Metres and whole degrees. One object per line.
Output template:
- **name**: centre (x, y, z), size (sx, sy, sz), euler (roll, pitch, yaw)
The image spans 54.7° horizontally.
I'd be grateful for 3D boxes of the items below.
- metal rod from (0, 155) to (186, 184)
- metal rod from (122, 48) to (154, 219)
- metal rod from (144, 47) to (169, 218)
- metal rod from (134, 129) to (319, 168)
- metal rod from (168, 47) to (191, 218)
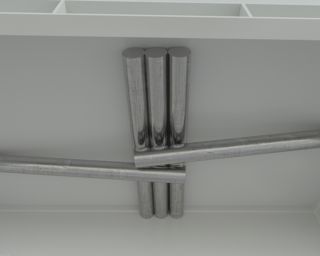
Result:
- **metal rod**: centre (-0.116, 0.056, 0.432), size (0.302, 0.025, 0.025), euler (3, 130, 5)
- **metal rod**: centre (-0.026, 0.031, 0.434), size (0.025, 0.025, 0.298), euler (-1, 130, 0)
- **metal rod**: centre (-0.001, 0.031, 0.434), size (0.025, 0.025, 0.298), euler (-1, 130, 0)
- **metal rod**: centre (0.117, 0.024, 0.407), size (0.302, 0.025, 0.025), euler (-6, 130, -4)
- **metal rod**: centre (0.025, 0.030, 0.434), size (0.025, 0.025, 0.298), euler (-1, 130, 0)
